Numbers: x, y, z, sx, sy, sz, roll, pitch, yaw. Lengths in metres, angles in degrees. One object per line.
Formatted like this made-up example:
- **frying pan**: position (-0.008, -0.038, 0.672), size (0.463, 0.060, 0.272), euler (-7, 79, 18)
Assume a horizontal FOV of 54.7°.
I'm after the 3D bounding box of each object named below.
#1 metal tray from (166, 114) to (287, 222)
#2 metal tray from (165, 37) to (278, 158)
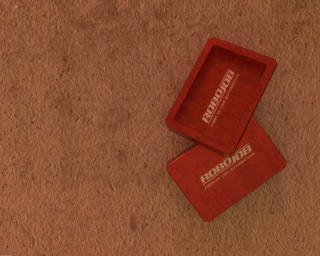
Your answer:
- **metal tray**: position (0.085, 0.049, 0.408), size (0.130, 0.030, 0.090), euler (-36, 90, 0)
- **metal tray**: position (0.076, -0.039, 0.386), size (0.090, 0.030, 0.130), euler (26, 81, 16)
